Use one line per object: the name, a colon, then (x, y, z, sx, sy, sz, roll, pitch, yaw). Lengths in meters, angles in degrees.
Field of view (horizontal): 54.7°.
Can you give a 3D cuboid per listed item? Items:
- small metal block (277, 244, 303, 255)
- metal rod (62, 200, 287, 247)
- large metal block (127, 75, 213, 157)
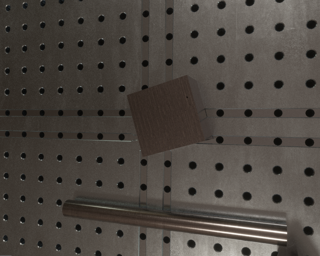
small metal block: (0.156, 0.167, 0.344, 0.025, 0.050, 0.050, -34, 79, 17)
metal rod: (0.005, 0.122, 0.409, 0.301, 0.025, 0.025, 1, 91, 19)
large metal block: (0.014, -0.013, 0.394, 0.080, 0.050, 0.080, -16, 85, 19)
